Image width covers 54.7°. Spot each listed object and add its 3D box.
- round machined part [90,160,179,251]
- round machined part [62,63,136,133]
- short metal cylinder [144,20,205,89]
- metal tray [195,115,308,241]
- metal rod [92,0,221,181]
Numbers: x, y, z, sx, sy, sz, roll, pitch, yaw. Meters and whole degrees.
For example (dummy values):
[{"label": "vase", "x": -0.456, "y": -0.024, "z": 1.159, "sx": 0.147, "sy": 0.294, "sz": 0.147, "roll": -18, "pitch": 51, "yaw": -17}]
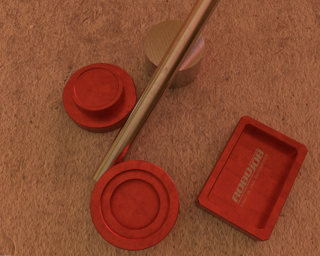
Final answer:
[{"label": "round machined part", "x": -0.029, "y": 0.089, "z": 0.362, "sx": 0.099, "sy": 0.042, "sz": 0.098, "roll": 1, "pitch": 75, "yaw": -5}, {"label": "round machined part", "x": -0.081, "y": -0.046, "z": 0.415, "sx": 0.099, "sy": 0.042, "sz": 0.098, "roll": 0, "pitch": 70, "yaw": -1}, {"label": "short metal cylinder", "x": 0.019, "y": -0.102, "z": 0.432, "sx": 0.081, "sy": 0.050, "sz": 0.080, "roll": 0, "pitch": 70, "yaw": -1}, {"label": "metal tray", "x": 0.113, "y": 0.060, "z": 0.384, "sx": 0.090, "sy": 0.030, "sz": 0.130, "roll": 29, "pitch": 72, "yaw": 10}, {"label": "metal rod", "x": 0.004, "y": -0.063, "z": 0.383, "sx": 0.025, "sy": 0.025, "sz": 0.299, "roll": 31, "pitch": 91, "yaw": 10}]
